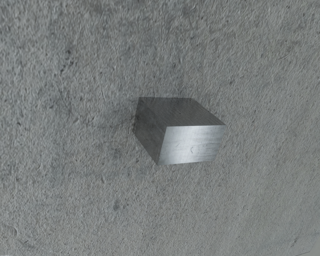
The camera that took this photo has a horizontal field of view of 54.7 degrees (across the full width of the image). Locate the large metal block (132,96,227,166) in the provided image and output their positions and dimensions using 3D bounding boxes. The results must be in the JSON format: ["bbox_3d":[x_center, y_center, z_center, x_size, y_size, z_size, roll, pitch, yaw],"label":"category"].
[{"bbox_3d":[0.021,0.000,0.386,0.081,0.080,0.050,-1,119,-28],"label":"large metal block"}]
